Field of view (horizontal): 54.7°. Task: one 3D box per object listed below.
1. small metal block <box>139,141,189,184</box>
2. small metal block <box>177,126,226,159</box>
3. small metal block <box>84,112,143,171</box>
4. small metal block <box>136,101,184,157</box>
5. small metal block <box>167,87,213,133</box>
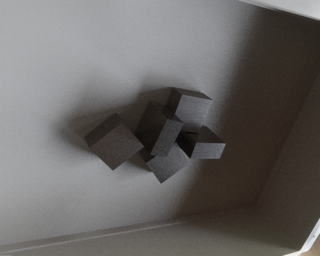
[{"bbox_3d":[0.007,0.043,0.438,0.050,0.025,0.050,-35,129,-5],"label":"small metal block"},{"bbox_3d":[0.054,0.019,0.433,0.050,0.050,0.025,3,117,-30],"label":"small metal block"},{"bbox_3d":[-0.057,0.018,0.387,0.050,0.025,0.050,-38,130,-3],"label":"small metal block"},{"bbox_3d":[-0.002,0.001,0.391,0.025,0.050,0.050,13,111,-34],"label":"small metal block"},{"bbox_3d":[0.035,-0.023,0.413,0.050,0.025,0.050,6,115,-32],"label":"small metal block"}]
